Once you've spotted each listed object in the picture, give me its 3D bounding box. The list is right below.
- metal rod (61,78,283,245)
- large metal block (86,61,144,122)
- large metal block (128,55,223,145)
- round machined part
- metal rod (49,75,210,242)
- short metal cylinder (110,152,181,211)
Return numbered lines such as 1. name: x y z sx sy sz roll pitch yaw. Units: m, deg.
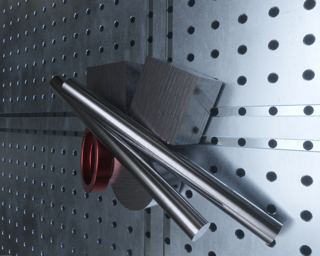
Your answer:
1. metal rod: -0.002 0.026 0.357 0.300 0.025 0.025 34 112 19
2. large metal block: -0.057 -0.045 0.431 0.080 0.050 0.079 1 91 40
3. large metal block: 0.016 -0.034 0.374 0.080 0.050 0.079 31 109 35
4. round machined part: -0.083 0.044 0.447 0.098 0.042 0.097 -13 75 62
5. metal rod: -0.056 0.018 0.383 0.300 0.025 0.025 41 115 31
6. short metal cylinder: -0.019 0.062 0.402 0.080 0.050 0.079 0 90 40
